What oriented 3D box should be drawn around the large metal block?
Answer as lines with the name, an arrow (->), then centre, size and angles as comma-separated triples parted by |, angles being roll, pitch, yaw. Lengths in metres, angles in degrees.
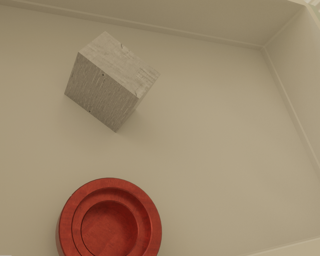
large metal block -> -0.059, -0.052, 0.372 | 0.080, 0.080, 0.050 | 38, 51, -4

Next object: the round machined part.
round machined part -> -0.051, 0.102, 0.304 | 0.099, 0.042, 0.098 | 14, 54, -19
